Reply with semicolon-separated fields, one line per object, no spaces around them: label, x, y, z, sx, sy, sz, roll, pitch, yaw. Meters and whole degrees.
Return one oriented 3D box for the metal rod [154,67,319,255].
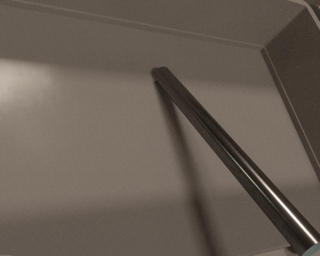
metal rod;0.065;0.010;0.358;0.025;0.025;0.300;-2;38;-30
